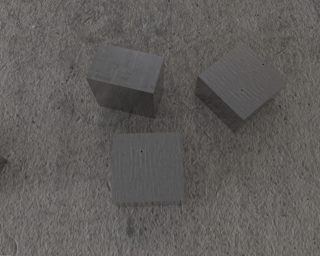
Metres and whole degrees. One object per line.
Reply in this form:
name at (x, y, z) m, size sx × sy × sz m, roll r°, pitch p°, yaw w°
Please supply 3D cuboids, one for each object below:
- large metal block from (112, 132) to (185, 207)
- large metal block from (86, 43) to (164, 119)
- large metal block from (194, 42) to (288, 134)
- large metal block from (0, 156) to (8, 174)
large metal block at (-0.014, 0.052, 0.376) m, size 0.081 × 0.050 × 0.080 m, roll -2°, pitch 70°, yaw -1°
large metal block at (-0.040, -0.058, 0.400) m, size 0.080 × 0.080 × 0.050 m, roll 14°, pitch 71°, yaw 5°
large metal block at (0.105, -0.054, 0.415) m, size 0.080 × 0.050 × 0.080 m, roll -39°, pitch 75°, yaw -13°
large metal block at (-0.245, 0.037, 0.363) m, size 0.080 × 0.080 × 0.050 m, roll 19°, pitch 71°, yaw 7°
